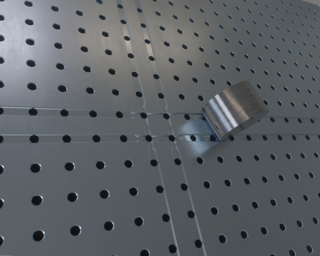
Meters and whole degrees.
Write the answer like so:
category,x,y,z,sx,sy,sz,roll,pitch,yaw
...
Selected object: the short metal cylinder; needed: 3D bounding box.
category,x,y,z,sx,sy,sz,roll,pitch,yaw
short metal cylinder,0.107,-0.023,0.444,0.081,0.080,0.050,-19,72,-35
